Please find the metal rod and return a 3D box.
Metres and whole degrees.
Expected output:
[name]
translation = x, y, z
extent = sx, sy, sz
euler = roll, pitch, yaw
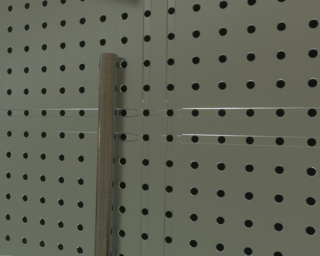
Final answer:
[metal rod]
translation = -0.077, 0.046, 0.439
extent = 0.025, 0.025, 0.298
euler = 2, 91, 20
